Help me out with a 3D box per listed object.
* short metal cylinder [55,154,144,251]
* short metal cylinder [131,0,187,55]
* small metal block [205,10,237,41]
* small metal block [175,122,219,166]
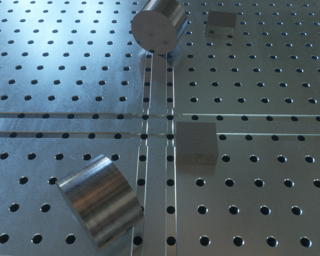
[{"bbox_3d":[-0.061,0.073,0.310,0.050,0.080,0.080,-32,57,-24],"label":"short metal cylinder"},{"bbox_3d":[-0.001,-0.170,0.515,0.080,0.080,0.050,17,52,13],"label":"short metal cylinder"},{"bbox_3d":[0.112,-0.188,0.567,0.050,0.025,0.050,10,51,8],"label":"small metal block"},{"bbox_3d":[0.045,0.020,0.391,0.050,0.025,0.050,2,50,1],"label":"small metal block"}]
